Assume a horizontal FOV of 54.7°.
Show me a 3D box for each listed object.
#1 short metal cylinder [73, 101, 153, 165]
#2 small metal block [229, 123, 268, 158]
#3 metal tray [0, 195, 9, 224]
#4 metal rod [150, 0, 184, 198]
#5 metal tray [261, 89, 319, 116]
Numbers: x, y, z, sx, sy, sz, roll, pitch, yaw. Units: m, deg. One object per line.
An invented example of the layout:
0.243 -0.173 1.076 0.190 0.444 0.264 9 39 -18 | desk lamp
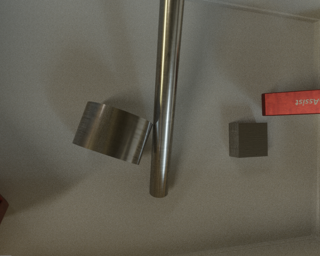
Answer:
-0.054 0.007 0.362 0.080 0.080 0.050 21 83 -19 | short metal cylinder
0.131 0.017 0.461 0.050 0.025 0.050 -1 91 -21 | small metal block
-0.207 0.047 0.299 0.030 0.090 0.130 -40 103 -16 | metal tray
0.007 -0.049 0.351 0.025 0.025 0.298 -6 116 -20 | metal rod
0.212 -0.034 0.421 0.090 0.130 0.030 -5 93 -65 | metal tray
